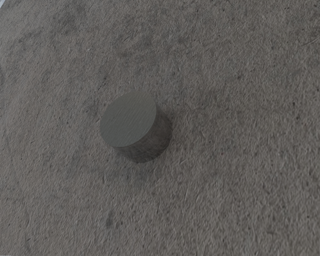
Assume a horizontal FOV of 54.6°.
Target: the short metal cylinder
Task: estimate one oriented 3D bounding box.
[{"bbox_3d":[-0.030,-0.001,0.405,0.080,0.050,0.080,-13,56,21],"label":"short metal cylinder"}]
